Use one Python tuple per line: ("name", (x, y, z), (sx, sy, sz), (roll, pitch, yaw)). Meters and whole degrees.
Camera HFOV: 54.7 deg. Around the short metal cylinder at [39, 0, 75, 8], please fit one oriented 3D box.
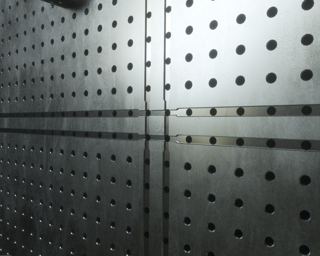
("short metal cylinder", (-0.183, -0.258, 0.541), (0.080, 0.050, 0.079), (0, 90, 39))
